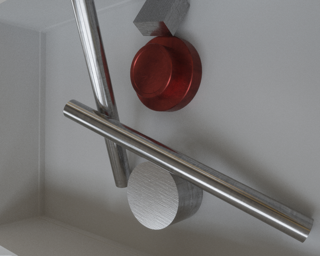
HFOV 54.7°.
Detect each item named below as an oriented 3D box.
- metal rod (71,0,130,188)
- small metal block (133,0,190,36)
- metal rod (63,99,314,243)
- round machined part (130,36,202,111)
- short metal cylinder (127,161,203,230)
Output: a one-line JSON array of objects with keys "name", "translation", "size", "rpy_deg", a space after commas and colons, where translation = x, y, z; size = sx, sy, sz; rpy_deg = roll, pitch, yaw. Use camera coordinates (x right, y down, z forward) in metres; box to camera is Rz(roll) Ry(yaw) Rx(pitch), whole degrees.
[{"name": "metal rod", "translation": [-0.073, -0.053, 0.387], "size": [0.025, 0.025, 0.298], "rpy_deg": [14, 123, 39]}, {"name": "small metal block", "translation": [0.002, -0.144, 0.390], "size": [0.050, 0.025, 0.050], "rpy_deg": [14, 70, 38]}, {"name": "metal rod", "translation": [0.013, 0.036, 0.344], "size": [0.301, 0.025, 0.025], "rpy_deg": [26, 107, 20]}, {"name": "round machined part", "translation": [0.000, -0.070, 0.394], "size": [0.098, 0.042, 0.097], "rpy_deg": [0, 90, 39]}, {"name": "short metal cylinder", "translation": [0.006, 0.079, 0.384], "size": [0.080, 0.050, 0.079], "rpy_deg": [0, 90, 39]}]
